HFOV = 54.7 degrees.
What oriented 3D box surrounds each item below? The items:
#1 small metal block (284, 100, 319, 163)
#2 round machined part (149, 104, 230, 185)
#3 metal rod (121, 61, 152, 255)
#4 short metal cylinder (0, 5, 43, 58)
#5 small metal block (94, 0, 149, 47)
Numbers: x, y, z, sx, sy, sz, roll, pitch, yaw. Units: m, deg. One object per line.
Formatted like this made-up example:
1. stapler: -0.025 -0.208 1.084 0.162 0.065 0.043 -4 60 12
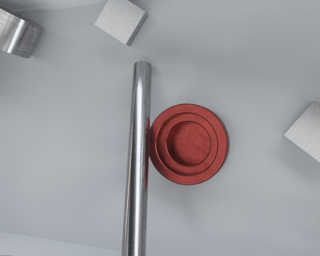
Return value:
1. small metal block: 0.177 0.004 0.348 0.050 0.025 0.050 41 103 15
2. round machined part: 0.038 0.019 0.388 0.098 0.042 0.097 0 90 19
3. metal rod: -0.026 0.051 0.355 0.025 0.025 0.299 -9 62 19
4. short metal cylinder: -0.222 -0.145 0.458 0.080 0.080 0.050 31 100 17
5. small metal block: -0.052 -0.147 0.421 0.050 0.025 0.050 34 101 1
